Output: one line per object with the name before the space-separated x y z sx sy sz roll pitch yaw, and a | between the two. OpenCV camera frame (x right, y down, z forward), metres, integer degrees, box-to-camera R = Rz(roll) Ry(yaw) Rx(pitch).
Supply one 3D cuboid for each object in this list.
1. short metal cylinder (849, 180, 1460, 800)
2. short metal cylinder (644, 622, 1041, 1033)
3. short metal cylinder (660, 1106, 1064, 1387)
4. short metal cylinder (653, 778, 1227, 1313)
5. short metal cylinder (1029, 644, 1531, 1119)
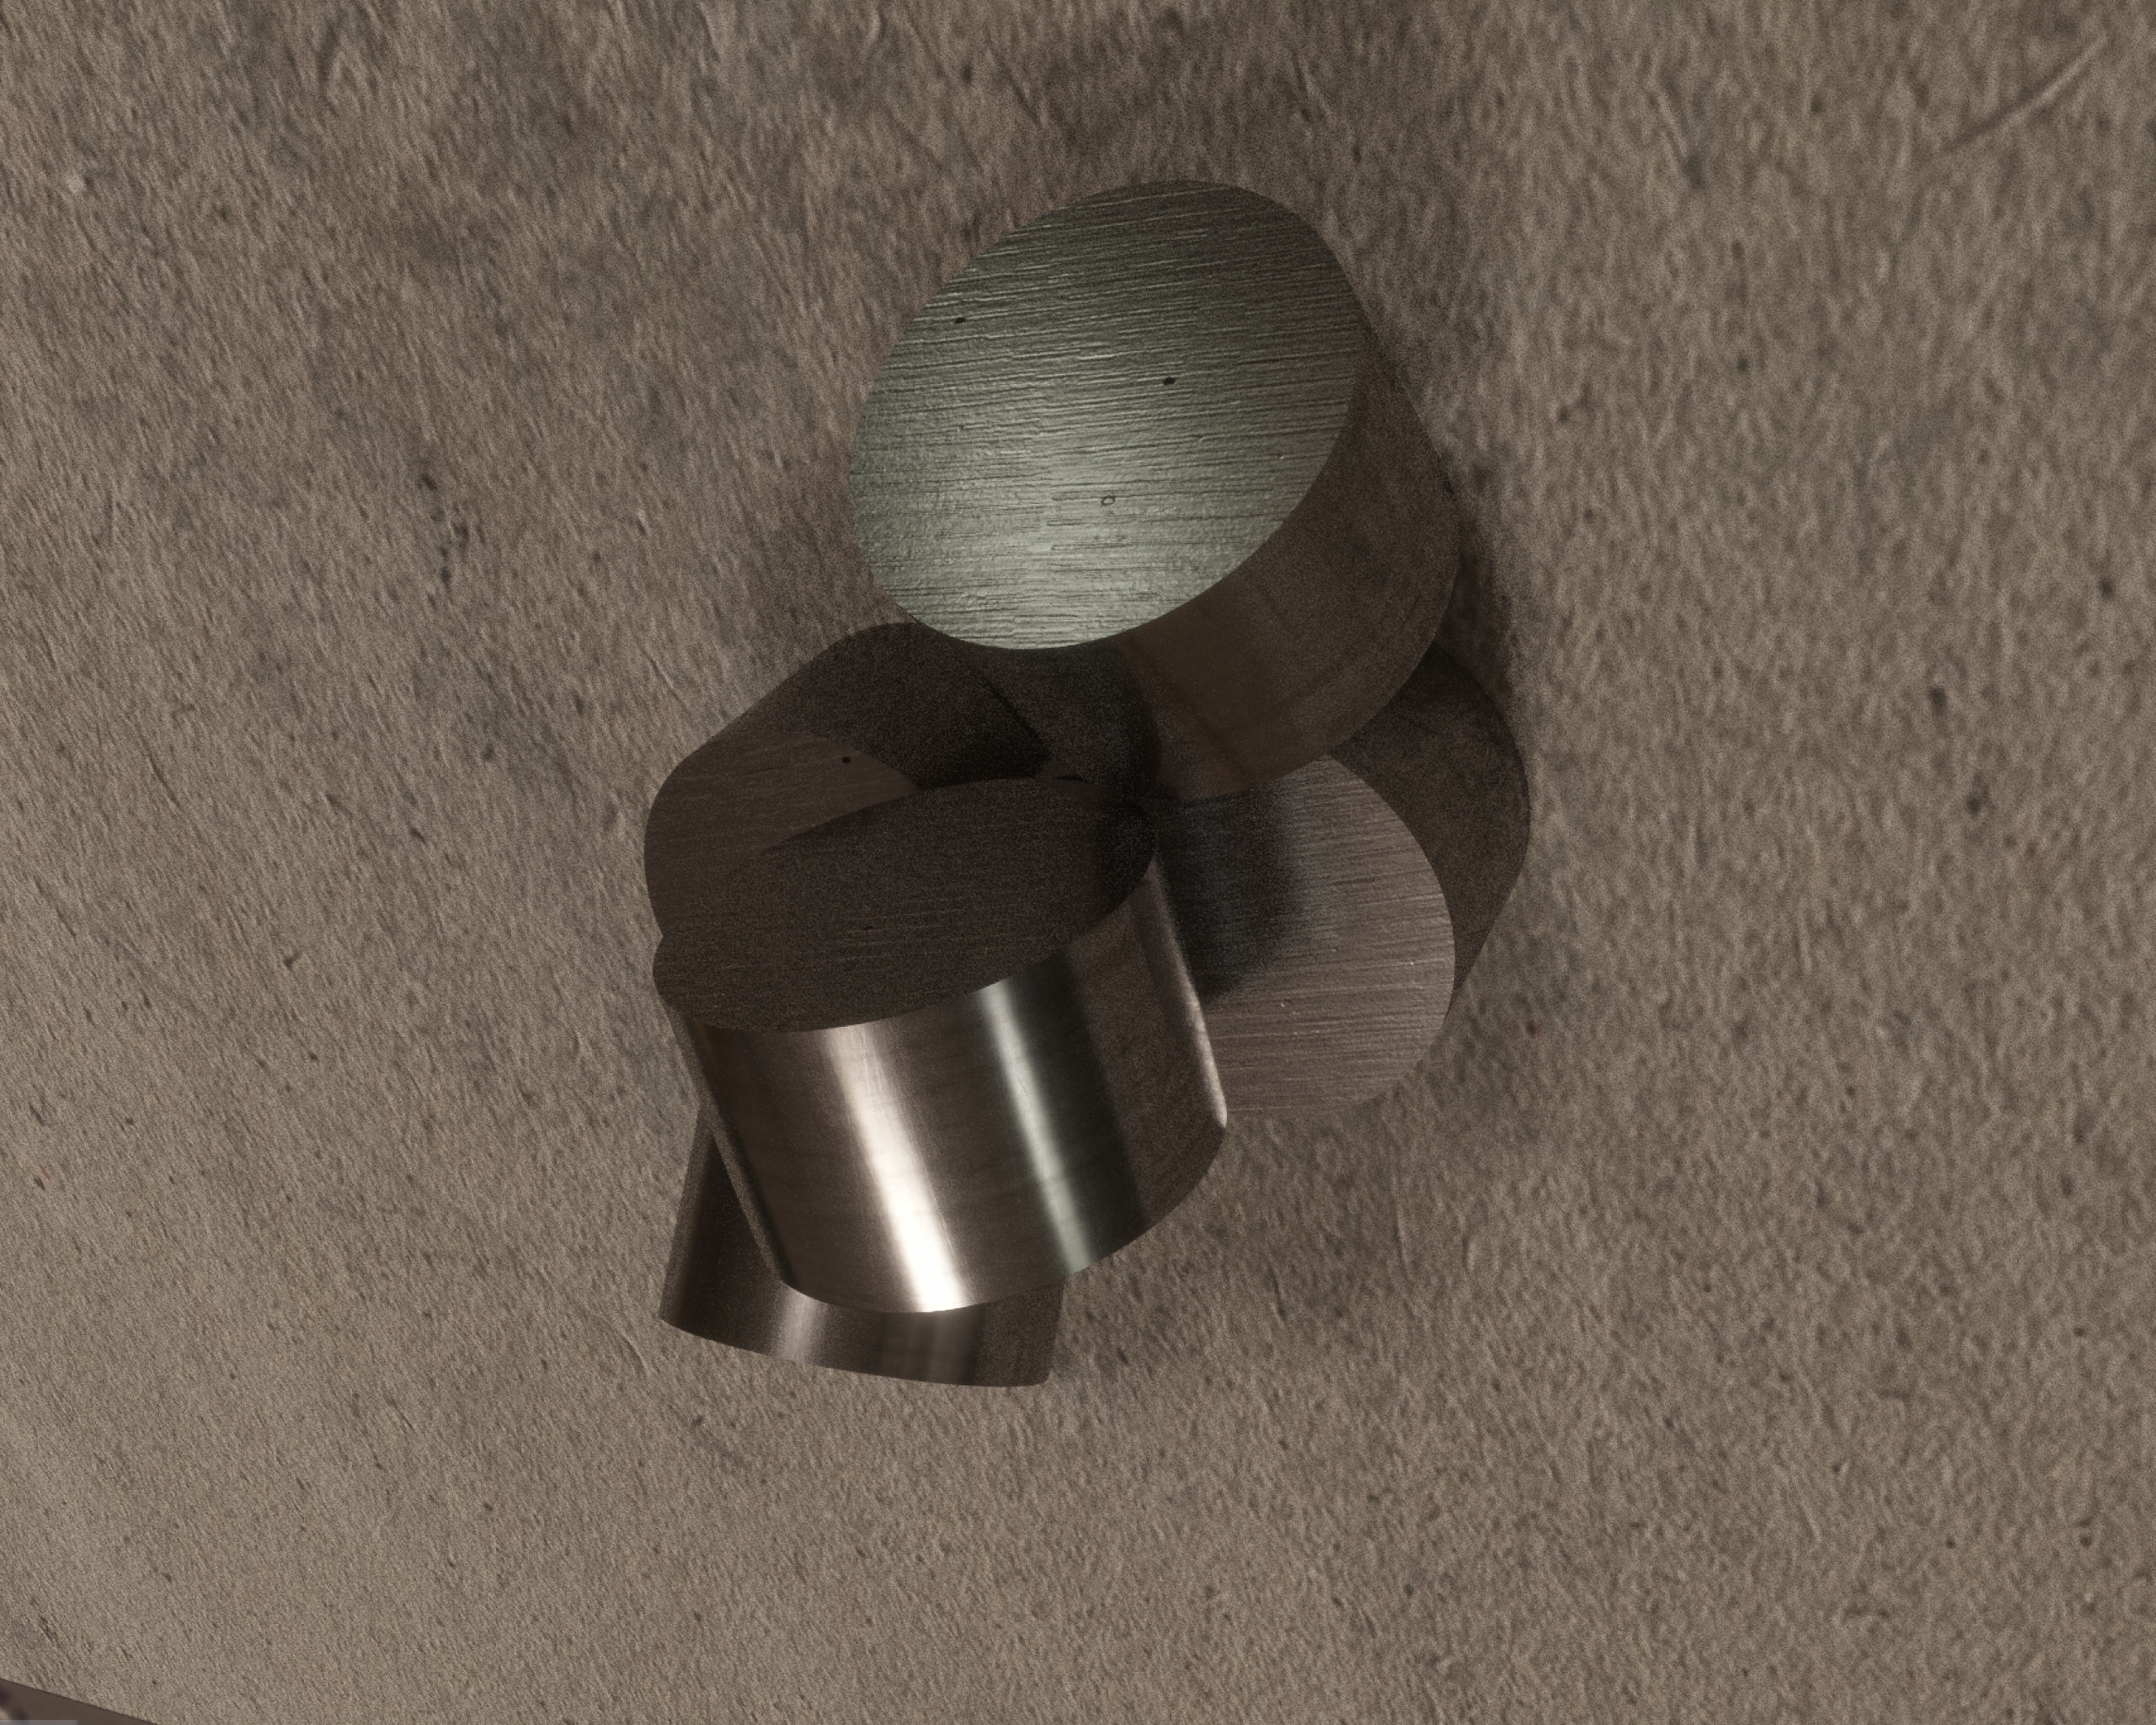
short metal cylinder | 0.013 -0.056 0.321 0.080 0.080 0.050 1 157 27
short metal cylinder | -0.037 -0.001 0.409 0.080 0.050 0.079 13 124 20
short metal cylinder | -0.041 0.074 0.430 0.080 0.080 0.050 7 83 24
short metal cylinder | -0.021 0.027 0.334 0.080 0.080 0.050 -1 118 28
short metal cylinder | 0.035 -0.001 0.371 0.080 0.050 0.079 13 124 20
